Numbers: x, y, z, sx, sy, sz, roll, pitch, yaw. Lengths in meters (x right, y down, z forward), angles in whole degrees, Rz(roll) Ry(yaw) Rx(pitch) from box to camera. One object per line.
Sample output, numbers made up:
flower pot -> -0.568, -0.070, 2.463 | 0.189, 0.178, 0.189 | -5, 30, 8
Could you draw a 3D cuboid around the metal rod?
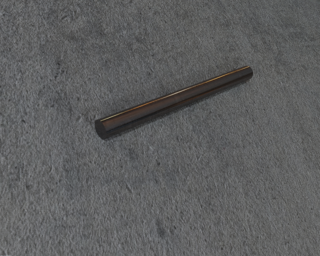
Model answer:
metal rod -> 0.041, -0.047, 0.454 | 0.302, 0.025, 0.025 | -24, 75, -36
